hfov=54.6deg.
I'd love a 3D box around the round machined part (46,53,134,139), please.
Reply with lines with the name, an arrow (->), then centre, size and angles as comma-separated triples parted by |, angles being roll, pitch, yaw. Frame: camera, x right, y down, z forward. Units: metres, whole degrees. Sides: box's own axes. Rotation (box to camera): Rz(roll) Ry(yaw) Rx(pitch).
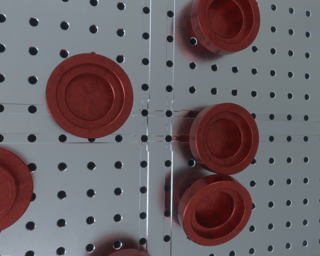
round machined part -> -0.085, -0.037, 0.372 | 0.099, 0.042, 0.097 | 0, 90, -20

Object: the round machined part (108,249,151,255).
round machined part -> -0.044, 0.200, 0.388 | 0.099, 0.042, 0.097 | 0, 90, -20

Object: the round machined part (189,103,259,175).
round machined part -> 0.085, 0.015, 0.435 | 0.099, 0.042, 0.097 | 0, 90, -20

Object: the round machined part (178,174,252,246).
round machined part -> 0.070, 0.106, 0.419 | 0.099, 0.042, 0.097 | -5, 109, -15

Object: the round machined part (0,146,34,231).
round machined part -> -0.190, 0.067, 0.334 | 0.099, 0.042, 0.097 | 0, 90, -20

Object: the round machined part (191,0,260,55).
round machined part -> 0.087, -0.151, 0.435 | 0.099, 0.042, 0.097 | 0, 90, -20
